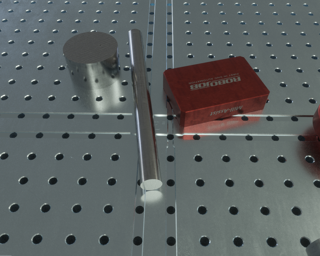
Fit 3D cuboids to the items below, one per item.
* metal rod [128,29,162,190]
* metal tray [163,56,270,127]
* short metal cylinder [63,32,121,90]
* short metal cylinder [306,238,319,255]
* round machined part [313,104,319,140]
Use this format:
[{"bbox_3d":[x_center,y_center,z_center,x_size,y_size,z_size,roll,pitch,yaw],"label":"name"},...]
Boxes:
[{"bbox_3d":[-0.027,-0.049,0.448,0.025,0.025,0.300,-5,50,-4],"label":"metal rod"},{"bbox_3d":[0.079,-0.057,0.452,0.131,0.030,0.090,-12,51,-11],"label":"metal tray"},{"bbox_3d":[-0.103,-0.105,0.479,0.080,0.050,0.080,0,50,0],"label":"short metal cylinder"},{"bbox_3d":[0.178,0.123,0.270,0.081,0.080,0.050,-5,50,-4],"label":"short metal cylinder"},{"bbox_3d":[0.246,0.003,0.395,0.099,0.042,0.098,0,50,0],"label":"round machined part"}]
